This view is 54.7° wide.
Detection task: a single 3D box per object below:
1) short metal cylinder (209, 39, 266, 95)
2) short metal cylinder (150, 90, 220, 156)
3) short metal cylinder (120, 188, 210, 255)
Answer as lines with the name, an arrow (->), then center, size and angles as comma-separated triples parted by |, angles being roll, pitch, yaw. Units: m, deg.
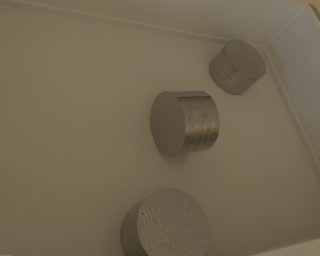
short metal cylinder -> 0.131, -0.102, 0.525 | 0.081, 0.050, 0.080 | 14, 56, -21
short metal cylinder -> 0.029, -0.007, 0.392 | 0.050, 0.080, 0.080 | -5, 65, -31
short metal cylinder -> 0.004, 0.109, 0.327 | 0.081, 0.050, 0.080 | 14, 56, -21
